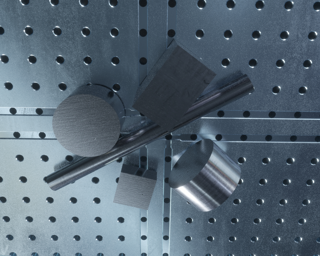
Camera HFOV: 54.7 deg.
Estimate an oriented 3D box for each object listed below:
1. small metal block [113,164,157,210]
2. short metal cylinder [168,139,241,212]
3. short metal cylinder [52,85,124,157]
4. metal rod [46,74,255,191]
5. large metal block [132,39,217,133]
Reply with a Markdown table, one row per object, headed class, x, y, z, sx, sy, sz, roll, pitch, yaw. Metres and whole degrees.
| class | x | y | z | sx | sy | sz | roll | pitch | yaw |
| --- | --- | --- | --- | --- | --- | --- | --- | --- | --- |
| small metal block | -0.035 | 0.084 | 0.440 | 0.050 | 0.025 | 0.050 | 14 | 109 | -6 |
| short metal cylinder | 0.057 | 0.060 | 0.403 | 0.050 | 0.080 | 0.080 | 42 | 105 | -14 |
| short metal cylinder | -0.087 | -0.010 | 0.391 | 0.081 | 0.050 | 0.079 | 0 | 110 | 0 |
| metal rod | -0.019 | 0.010 | 0.413 | 0.301 | 0.025 | 0.025 | -27 | 108 | 9 |
| large metal block | 0.014 | -0.053 | 0.361 | 0.050 | 0.080 | 0.080 | 35 | 106 | -12 |
